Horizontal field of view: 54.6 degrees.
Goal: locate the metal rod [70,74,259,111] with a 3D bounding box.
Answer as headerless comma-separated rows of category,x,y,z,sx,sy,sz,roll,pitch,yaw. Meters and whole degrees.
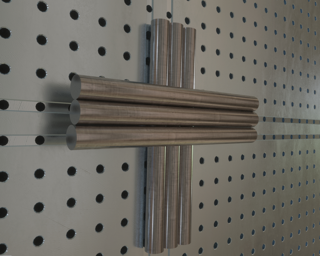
metal rod,0.033,-0.040,0.403,0.302,0.025,0.025,1,90,-40

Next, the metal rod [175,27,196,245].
metal rod,0.035,0.010,0.437,0.025,0.025,0.298,2,89,-40

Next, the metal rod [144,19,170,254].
metal rod,-0.004,0.010,0.405,0.025,0.025,0.298,2,89,-40

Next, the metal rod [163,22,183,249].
metal rod,0.015,0.009,0.421,0.025,0.025,0.298,2,89,-40

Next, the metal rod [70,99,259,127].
metal rod,0.032,-0.015,0.402,0.302,0.025,0.025,1,90,-40

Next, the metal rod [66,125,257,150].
metal rod,0.029,0.010,0.400,0.302,0.025,0.025,1,90,-40
